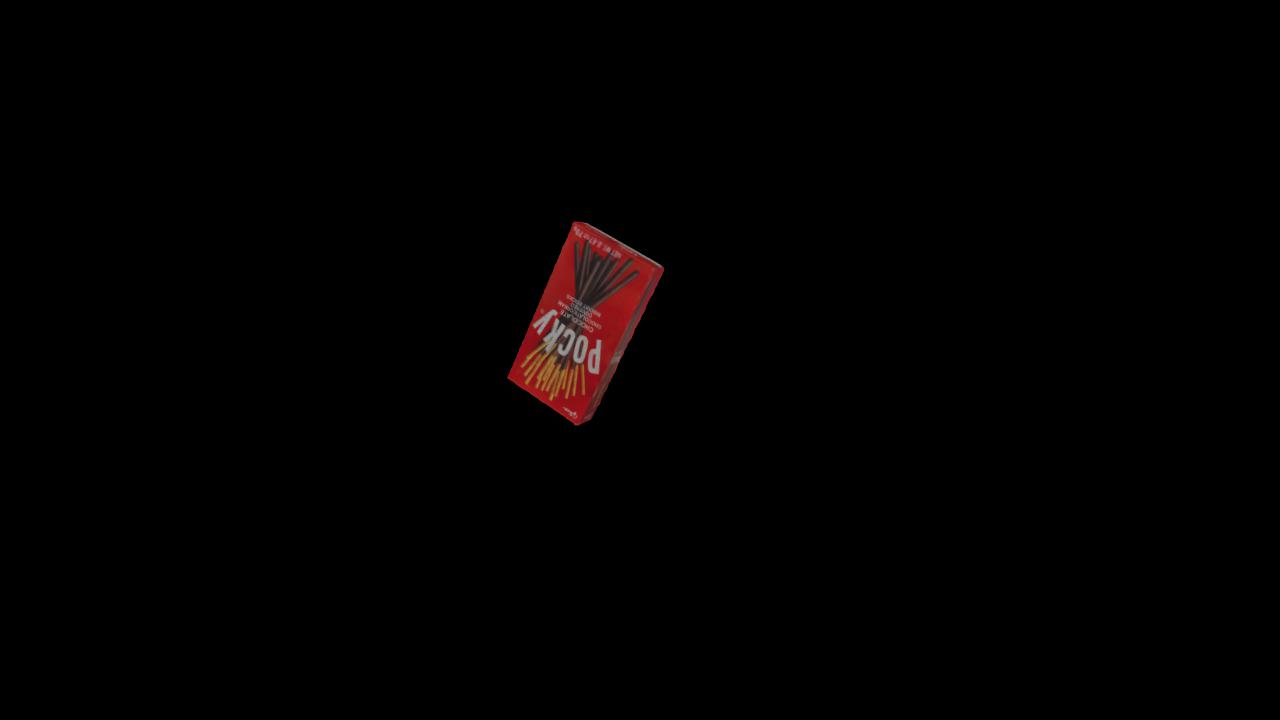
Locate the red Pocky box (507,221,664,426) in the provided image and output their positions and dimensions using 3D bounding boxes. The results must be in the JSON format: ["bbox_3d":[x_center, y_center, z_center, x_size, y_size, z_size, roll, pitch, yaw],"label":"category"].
[{"bbox_3d":[-0.049,-0.029,0.522,0.083,0.155,0.028,31,19,14],"label":"red Pocky box"}]
